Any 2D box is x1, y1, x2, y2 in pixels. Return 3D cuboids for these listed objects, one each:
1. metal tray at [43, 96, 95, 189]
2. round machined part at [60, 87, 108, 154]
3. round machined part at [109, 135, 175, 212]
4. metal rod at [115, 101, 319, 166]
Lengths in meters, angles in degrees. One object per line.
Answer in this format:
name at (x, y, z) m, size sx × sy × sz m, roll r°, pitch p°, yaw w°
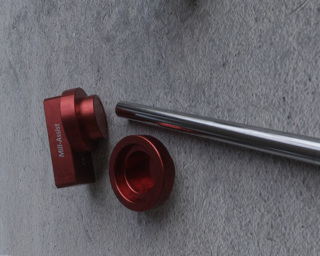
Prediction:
metal tray at (-0.136, 0.024, 0.474) m, size 0.030 × 0.090 × 0.129 m, roll -12°, pitch 81°, yaw 3°
round machined part at (-0.107, -0.013, 0.458) m, size 0.042 × 0.098 × 0.098 m, roll -12°, pitch 81°, yaw 3°
round machined part at (-0.019, 0.057, 0.410) m, size 0.098 × 0.042 × 0.097 m, roll 0°, pitch 90°, yaw 40°
metal rod at (0.058, 0.000, 0.356) m, size 0.300 × 0.025 × 0.025 m, roll 14°, pitch 99°, yaw 39°
